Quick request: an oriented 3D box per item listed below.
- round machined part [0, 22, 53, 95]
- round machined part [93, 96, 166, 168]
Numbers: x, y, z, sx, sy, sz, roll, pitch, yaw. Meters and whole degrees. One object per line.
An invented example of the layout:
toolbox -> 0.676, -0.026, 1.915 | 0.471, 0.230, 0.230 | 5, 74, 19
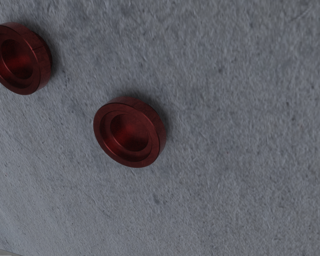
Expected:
round machined part -> -0.192, -0.099, 0.433 | 0.098, 0.042, 0.097 | 13, 124, 20
round machined part -> -0.036, 0.002, 0.415 | 0.098, 0.042, 0.097 | 13, 124, 20
